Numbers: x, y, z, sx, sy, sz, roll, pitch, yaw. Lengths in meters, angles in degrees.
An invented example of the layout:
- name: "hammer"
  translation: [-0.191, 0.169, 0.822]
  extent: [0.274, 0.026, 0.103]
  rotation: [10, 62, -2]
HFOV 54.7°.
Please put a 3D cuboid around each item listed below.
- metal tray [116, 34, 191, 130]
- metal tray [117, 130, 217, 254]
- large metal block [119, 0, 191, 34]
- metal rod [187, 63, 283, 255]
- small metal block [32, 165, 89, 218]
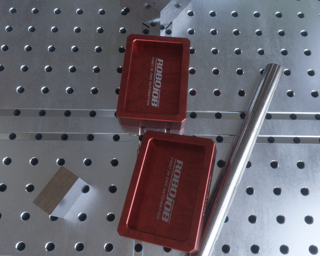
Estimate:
- name: "metal tray"
  translation: [-0.007, -0.066, 0.433]
  extent: [0.091, 0.030, 0.130]
  rotation: [5, 70, 1]
- name: "metal tray"
  translation: [0.012, 0.072, 0.369]
  extent: [0.090, 0.030, 0.130]
  rotation: [8, 68, 18]
- name: "large metal block"
  translation: [-0.006, -0.206, 0.474]
  extent: [0.080, 0.050, 0.080]
  rotation: [37, 74, 12]
- name: "metal rod"
  translation: [0.099, 0.042, 0.397]
  extent: [0.025, 0.025, 0.300]
  rotation: [24, 72, 8]
- name: "small metal block"
  translation: [-0.116, 0.077, 0.369]
  extent: [0.025, 0.050, 0.050]
  rotation: [32, 73, 11]
